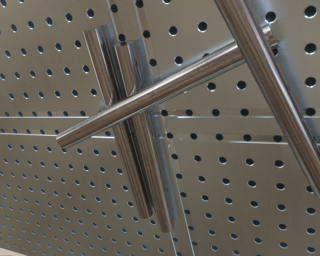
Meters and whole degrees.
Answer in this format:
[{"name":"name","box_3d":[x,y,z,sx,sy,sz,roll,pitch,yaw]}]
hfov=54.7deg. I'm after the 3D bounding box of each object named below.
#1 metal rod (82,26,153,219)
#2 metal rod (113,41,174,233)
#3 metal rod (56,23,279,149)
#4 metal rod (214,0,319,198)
[{"name":"metal rod","box_3d":[-0.053,0.009,0.443,0.025,0.025,0.298,1,119,27]},{"name":"metal rod","box_3d":[-0.016,0.030,0.436,0.025,0.025,0.298,3,120,26]},{"name":"metal rod","box_3d":[-0.013,-0.036,0.366,0.300,0.025,0.025,-24,106,27]},{"name":"metal rod","box_3d":[0.110,-0.041,0.299,0.025,0.025,0.299,-19,117,35]}]
